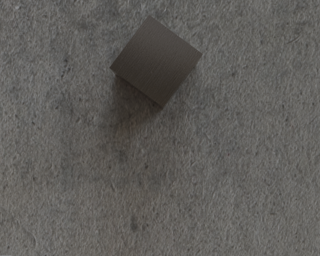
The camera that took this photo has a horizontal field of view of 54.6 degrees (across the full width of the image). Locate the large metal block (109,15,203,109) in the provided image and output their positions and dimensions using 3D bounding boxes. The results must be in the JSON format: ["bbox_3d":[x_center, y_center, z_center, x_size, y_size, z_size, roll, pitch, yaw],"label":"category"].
[{"bbox_3d":[-0.005,-0.081,0.397,0.080,0.050,0.080,37,90,0],"label":"large metal block"}]
